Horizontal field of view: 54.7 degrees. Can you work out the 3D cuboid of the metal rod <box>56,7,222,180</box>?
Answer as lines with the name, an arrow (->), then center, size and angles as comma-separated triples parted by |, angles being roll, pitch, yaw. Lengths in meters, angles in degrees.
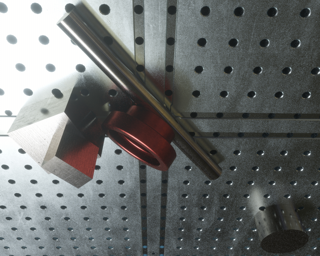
metal rod -> -0.006, -0.022, 0.392 | 0.025, 0.025, 0.300 | -30, 125, 22

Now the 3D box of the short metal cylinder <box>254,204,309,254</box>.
short metal cylinder -> 0.214, 0.181, 0.553 | 0.081, 0.050, 0.079 | 0, 130, 0

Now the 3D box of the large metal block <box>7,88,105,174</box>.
large metal block -> -0.128, 0.006, 0.398 | 0.080, 0.050, 0.080 | -19, 128, 14

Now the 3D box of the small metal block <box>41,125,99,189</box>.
small metal block -> -0.101, 0.033, 0.356 | 0.025, 0.050, 0.050 | -35, 122, 25

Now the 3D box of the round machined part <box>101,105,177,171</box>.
round machined part -> -0.021, 0.009, 0.386 | 0.098, 0.042, 0.098 | 31, 162, 11
